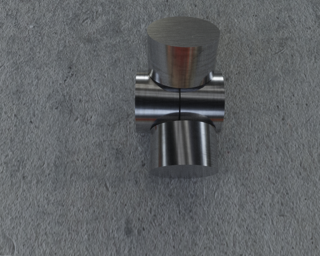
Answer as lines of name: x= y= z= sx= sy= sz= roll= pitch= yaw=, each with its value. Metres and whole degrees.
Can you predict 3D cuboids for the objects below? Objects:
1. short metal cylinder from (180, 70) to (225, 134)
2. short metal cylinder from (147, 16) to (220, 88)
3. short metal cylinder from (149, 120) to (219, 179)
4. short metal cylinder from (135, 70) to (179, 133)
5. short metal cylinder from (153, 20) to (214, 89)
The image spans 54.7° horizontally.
short metal cylinder: x=0.049 y=-0.033 z=0.392 sx=0.050 sy=0.080 sz=0.080 roll=0 pitch=70 yaw=0
short metal cylinder: x=0.026 y=-0.089 z=0.359 sx=0.081 sy=0.050 sz=0.080 roll=1 pitch=41 yaw=0
short metal cylinder: x=0.028 y=0.029 z=0.370 sx=0.081 sy=0.080 sz=0.050 roll=0 pitch=70 yaw=0
short metal cylinder: x=-0.003 y=-0.033 z=0.393 sx=0.050 sy=0.080 sz=0.080 roll=1 pitch=70 yaw=0
short metal cylinder: x=0.031 y=-0.102 z=0.435 sx=0.081 sy=0.050 sz=0.080 roll=0 pitch=70 yaw=0
